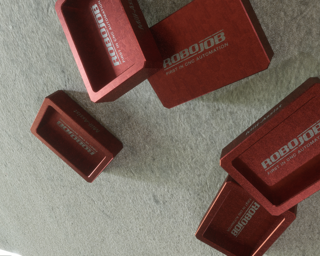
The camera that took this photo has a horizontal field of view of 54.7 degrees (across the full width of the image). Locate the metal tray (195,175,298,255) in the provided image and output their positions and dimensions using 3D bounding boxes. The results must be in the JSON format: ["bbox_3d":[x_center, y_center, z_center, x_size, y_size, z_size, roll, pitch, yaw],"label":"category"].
[{"bbox_3d":[0.112,0.125,0.421,0.090,0.030,0.129,27,128,11],"label":"metal tray"}]

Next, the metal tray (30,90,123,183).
[{"bbox_3d":[-0.131,0.015,0.479,0.130,0.030,0.090,42,129,-1],"label":"metal tray"}]

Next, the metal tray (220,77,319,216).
[{"bbox_3d":[0.140,0.023,0.324,0.090,0.030,0.129,44,115,-3],"label":"metal tray"}]

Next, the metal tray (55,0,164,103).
[{"bbox_3d":[-0.059,-0.103,0.338,0.090,0.030,0.129,-28,81,37],"label":"metal tray"}]

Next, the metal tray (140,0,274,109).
[{"bbox_3d":[0.040,-0.083,0.330,0.130,0.030,0.090,-21,108,35],"label":"metal tray"}]
